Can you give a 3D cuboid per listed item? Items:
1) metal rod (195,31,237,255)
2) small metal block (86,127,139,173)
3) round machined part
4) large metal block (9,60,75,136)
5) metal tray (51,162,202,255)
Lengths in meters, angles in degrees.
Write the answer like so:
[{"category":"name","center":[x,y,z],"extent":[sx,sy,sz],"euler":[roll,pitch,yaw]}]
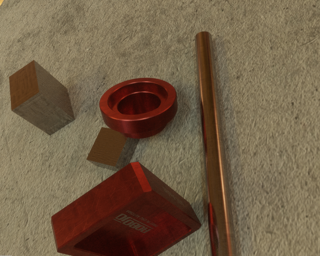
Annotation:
[{"category":"metal rod","center":[0.062,-0.003,0.373],"extent":[0.025,0.025,0.299],"euler":[-13,56,21]},{"category":"small metal block","center":[-0.064,0.029,0.419],"extent":[0.050,0.025,0.050],"euler":[9,66,32]},{"category":"round machined part","center":[-0.026,-0.023,0.405],"extent":[0.099,0.042,0.098],"euler":[-5,38,4]},{"category":"large metal block","center":[-0.189,-0.047,0.497],"extent":[0.050,0.080,0.080],"euler":[-32,52,8]},{"category":"metal tray","center":[-0.024,0.090,0.294],"extent":[0.090,0.130,0.030],"euler":[-35,51,5]}]
